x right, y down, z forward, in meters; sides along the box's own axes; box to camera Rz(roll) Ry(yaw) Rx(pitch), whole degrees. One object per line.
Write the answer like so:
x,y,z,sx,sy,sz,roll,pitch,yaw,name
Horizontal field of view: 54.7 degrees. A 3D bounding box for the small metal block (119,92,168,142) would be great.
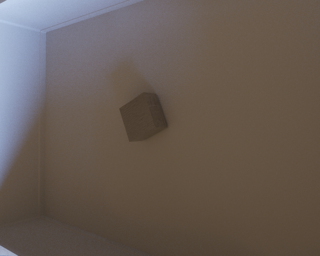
-0.023,-0.014,0.419,0.050,0.025,0.050,-29,72,36,small metal block
